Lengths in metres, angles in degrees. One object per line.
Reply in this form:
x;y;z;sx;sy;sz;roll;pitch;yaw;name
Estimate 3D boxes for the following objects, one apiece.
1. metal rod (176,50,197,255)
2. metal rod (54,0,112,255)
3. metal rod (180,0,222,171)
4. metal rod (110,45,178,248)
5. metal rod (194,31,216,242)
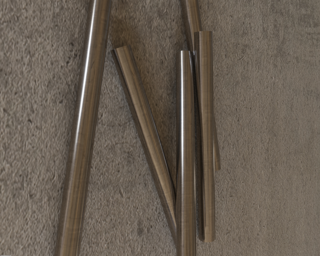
0.034;0.043;0.408;0.025;0.025;0.299;9;77;-40;metal rod
-0.083;0.005;0.335;0.025;0.025;0.298;11;83;-40;metal rod
0.058;-0.083;0.452;0.025;0.025;0.298;-16;100;-39;metal rod
-0.003;0.043;0.401;0.025;0.025;0.298;-28;108;-37;metal rod
0.064;0.018;0.441;0.025;0.025;0.298;-10;102;-40;metal rod
